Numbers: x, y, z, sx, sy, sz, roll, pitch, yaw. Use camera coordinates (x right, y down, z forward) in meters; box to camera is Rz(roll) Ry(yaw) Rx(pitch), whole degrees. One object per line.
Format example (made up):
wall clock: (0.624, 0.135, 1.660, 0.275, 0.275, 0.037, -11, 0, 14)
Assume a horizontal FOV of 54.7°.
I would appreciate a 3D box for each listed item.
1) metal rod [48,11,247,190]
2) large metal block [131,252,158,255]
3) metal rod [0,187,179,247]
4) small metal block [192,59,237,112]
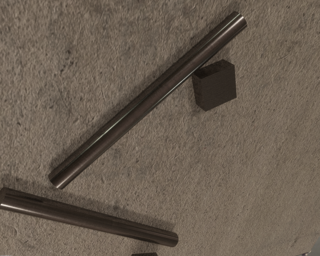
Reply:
metal rod: (-0.015, -0.034, 0.379, 0.300, 0.025, 0.025, -41, 130, 0)
large metal block: (-0.026, 0.275, 0.529, 0.050, 0.080, 0.079, 12, 112, -34)
metal rod: (-0.080, 0.138, 0.449, 0.301, 0.025, 0.025, 29, 102, -38)
small metal block: (0.073, -0.057, 0.413, 0.050, 0.025, 0.050, -25, 128, -14)
